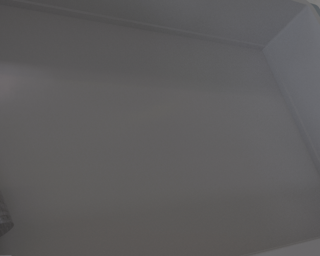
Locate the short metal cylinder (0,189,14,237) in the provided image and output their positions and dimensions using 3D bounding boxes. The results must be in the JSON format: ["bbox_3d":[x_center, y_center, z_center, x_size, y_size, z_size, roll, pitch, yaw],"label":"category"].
[{"bbox_3d":[-0.164,0.070,0.239,0.081,0.080,0.050,-19,72,-35],"label":"short metal cylinder"}]
